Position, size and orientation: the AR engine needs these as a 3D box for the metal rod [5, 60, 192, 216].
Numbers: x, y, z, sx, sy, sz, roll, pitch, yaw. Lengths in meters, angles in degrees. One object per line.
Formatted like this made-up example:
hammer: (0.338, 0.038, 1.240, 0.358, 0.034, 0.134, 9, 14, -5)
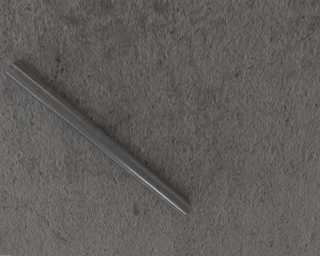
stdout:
metal rod: (-0.072, 0.022, 0.417, 0.300, 0.025, 0.025, 41, 105, -14)
